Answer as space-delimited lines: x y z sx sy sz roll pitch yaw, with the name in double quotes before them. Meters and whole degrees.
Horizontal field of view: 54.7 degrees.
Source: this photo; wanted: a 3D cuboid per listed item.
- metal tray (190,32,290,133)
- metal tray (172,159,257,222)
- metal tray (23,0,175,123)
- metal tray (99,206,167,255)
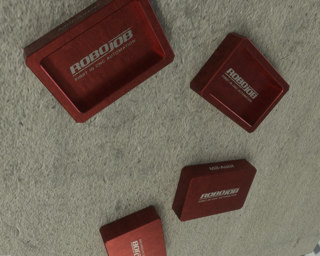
"metal tray" 0.114 -0.057 0.430 0.131 0.030 0.090 30 101 -38
"metal tray" 0.091 0.102 0.516 0.131 0.030 0.089 -3 120 -27
"metal tray" -0.059 -0.076 0.324 0.130 0.030 0.090 -35 129 -5
"metal tray" -0.039 0.195 0.503 0.091 0.030 0.129 -19 126 -17
